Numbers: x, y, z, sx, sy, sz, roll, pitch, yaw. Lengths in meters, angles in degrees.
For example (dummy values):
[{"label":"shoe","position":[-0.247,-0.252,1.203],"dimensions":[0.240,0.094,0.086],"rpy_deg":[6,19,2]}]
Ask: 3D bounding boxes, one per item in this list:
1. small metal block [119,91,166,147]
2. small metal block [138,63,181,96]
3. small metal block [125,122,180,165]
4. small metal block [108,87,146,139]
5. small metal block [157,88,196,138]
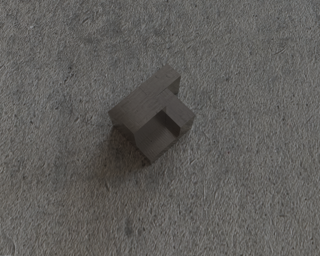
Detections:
[{"label":"small metal block","position":[-0.020,-0.010,0.373],"dimensions":[0.050,0.050,0.025],"rpy_deg":[-42,76,-14]},{"label":"small metal block","position":[0.000,-0.051,0.414],"dimensions":[0.050,0.050,0.025],"rpy_deg":[-42,76,-14]},{"label":"small metal block","position":[-0.010,0.012,0.405],"dimensions":[0.050,0.025,0.050],"rpy_deg":[-41,75,-14]},{"label":"small metal block","position":[-0.037,-0.019,0.402],"dimensions":[0.050,0.050,0.025],"rpy_deg":[-42,76,-14]},{"label":"small metal block","position":[0.017,-0.017,0.402],"dimensions":[0.025,0.050,0.050],"rpy_deg":[-41,76,-14]}]
